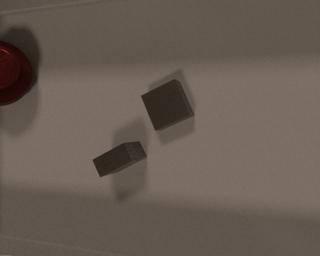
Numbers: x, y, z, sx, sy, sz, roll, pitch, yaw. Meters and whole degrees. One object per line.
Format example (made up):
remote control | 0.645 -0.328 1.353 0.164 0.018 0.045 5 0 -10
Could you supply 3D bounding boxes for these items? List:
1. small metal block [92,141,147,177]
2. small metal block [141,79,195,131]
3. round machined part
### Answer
small metal block | -0.053 0.041 0.415 0.050 0.050 0.025 -28 81 17
small metal block | 0.010 -0.029 0.406 0.050 0.025 0.050 -25 82 18
round machined part | -0.242 -0.084 0.456 0.099 0.042 0.097 4 80 -23
